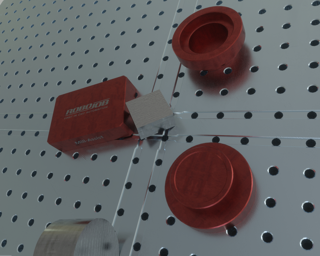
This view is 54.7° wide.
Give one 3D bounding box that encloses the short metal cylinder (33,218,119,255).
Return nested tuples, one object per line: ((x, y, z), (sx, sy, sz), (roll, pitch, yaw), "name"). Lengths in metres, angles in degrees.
((-0.087, 0.139, 0.332), (0.050, 0.080, 0.080), (-9, 58, 23), "short metal cylinder")

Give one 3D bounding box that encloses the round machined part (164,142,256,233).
((0.050, 0.059, 0.335), (0.098, 0.042, 0.098), (-13, 56, 20), "round machined part")

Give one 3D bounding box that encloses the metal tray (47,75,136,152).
((-0.103, -0.021, 0.470), (0.130, 0.030, 0.090), (-13, 56, 20), "metal tray")

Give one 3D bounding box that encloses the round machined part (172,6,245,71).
((0.070, -0.119, 0.433), (0.098, 0.042, 0.098), (-13, 56, 20), "round machined part")

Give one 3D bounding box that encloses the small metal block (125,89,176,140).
((-0.013, -0.019, 0.417), (0.050, 0.025, 0.050), (-22, 52, -6), "small metal block")
